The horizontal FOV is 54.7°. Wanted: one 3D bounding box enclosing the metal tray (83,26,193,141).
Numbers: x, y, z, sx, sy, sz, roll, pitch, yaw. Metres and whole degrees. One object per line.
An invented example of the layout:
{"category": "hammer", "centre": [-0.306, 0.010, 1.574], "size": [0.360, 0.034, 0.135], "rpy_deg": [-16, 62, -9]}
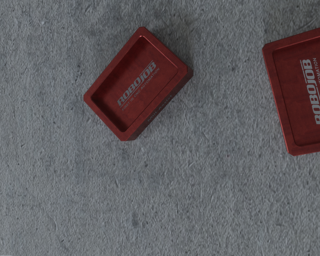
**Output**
{"category": "metal tray", "centre": [-0.031, -0.057, 0.417], "size": [0.090, 0.030, 0.130], "rpy_deg": [46, 104, 14]}

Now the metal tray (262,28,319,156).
{"category": "metal tray", "centre": [0.174, -0.041, 0.344], "size": [0.090, 0.030, 0.129], "rpy_deg": [-14, 85, 19]}
